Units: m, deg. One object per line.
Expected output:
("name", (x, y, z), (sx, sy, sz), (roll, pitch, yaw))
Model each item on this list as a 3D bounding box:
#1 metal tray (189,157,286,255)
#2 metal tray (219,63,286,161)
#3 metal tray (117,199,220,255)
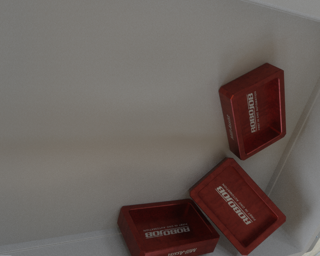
("metal tray", (0.121, 0.122, 0.493), (0.090, 0.030, 0.130), (-41, 86, -1))
("metal tray", (0.144, -0.022, 0.470), (0.090, 0.030, 0.129), (-28, 128, -11))
("metal tray", (0.012, 0.153, 0.467), (0.131, 0.090, 0.030), (1, 118, -29))
